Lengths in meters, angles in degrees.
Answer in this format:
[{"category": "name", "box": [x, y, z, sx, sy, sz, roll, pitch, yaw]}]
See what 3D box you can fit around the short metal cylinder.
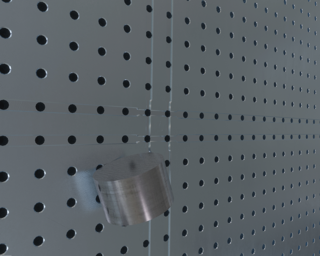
[{"category": "short metal cylinder", "box": [-0.029, 0.065, 0.348, 0.081, 0.080, 0.050, -23, 105, -38]}]
